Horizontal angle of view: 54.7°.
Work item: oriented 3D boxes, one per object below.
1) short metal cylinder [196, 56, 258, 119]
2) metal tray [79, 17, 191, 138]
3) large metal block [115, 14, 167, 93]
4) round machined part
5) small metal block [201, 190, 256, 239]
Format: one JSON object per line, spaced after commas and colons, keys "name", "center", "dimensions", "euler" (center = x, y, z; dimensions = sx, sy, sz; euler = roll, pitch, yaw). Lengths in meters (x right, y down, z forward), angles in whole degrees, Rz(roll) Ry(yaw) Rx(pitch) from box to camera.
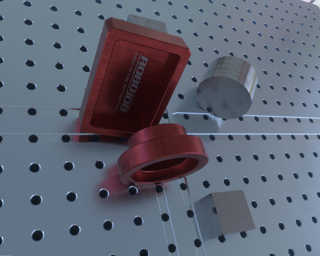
{"name": "short metal cylinder", "center": [0.100, -0.059, 0.463], "dimensions": [0.080, 0.080, 0.050], "euler": [33, 52, -7]}
{"name": "metal tray", "center": [-0.033, -0.048, 0.351], "dimensions": [0.091, 0.129, 0.030], "euler": [9, 36, -24]}
{"name": "large metal block", "center": [-0.026, -0.088, 0.412], "dimensions": [0.050, 0.080, 0.080], "euler": [5, 60, -26]}
{"name": "round machined part", "center": [0.001, 0.028, 0.344], "dimensions": [0.099, 0.097, 0.042], "euler": [0, 62, -29]}
{"name": "small metal block", "center": [0.085, 0.107, 0.388], "dimensions": [0.050, 0.025, 0.050], "euler": [1, 61, -28]}
